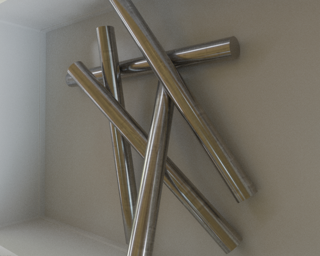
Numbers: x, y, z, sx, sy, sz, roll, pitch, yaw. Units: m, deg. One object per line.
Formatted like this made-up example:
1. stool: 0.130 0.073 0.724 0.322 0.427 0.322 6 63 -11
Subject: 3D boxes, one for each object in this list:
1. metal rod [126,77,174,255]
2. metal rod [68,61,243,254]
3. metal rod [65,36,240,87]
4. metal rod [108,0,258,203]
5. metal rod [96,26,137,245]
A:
1. metal rod: -0.010 0.067 0.331 0.025 0.025 0.299 -14 55 39
2. metal rod: -0.017 0.024 0.380 0.300 0.025 0.025 47 119 16
3. metal rod: -0.034 -0.085 0.432 0.300 0.025 0.025 -1 89 39
4. metal rod: 0.017 -0.051 0.364 0.025 0.025 0.299 -40 74 32
5. metal rod: -0.055 0.011 0.429 0.025 0.025 0.298 -6 92 39
